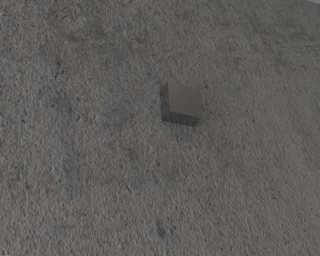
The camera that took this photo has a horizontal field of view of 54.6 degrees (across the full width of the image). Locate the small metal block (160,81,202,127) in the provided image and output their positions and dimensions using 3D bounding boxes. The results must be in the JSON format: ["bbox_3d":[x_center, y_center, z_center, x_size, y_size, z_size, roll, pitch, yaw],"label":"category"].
[{"bbox_3d":[0.029,-0.033,0.439,0.050,0.025,0.050,11,57,-22],"label":"small metal block"}]
